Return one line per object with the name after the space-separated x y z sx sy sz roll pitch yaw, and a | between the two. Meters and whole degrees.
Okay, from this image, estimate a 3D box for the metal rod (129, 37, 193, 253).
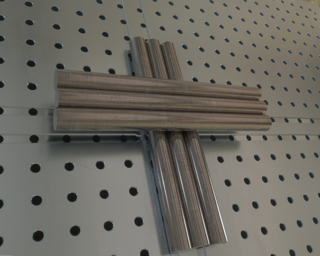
-0.005 0.003 0.403 0.025 0.025 0.299 2 61 -27 | metal rod

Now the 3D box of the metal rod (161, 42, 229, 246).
0.039 0.003 0.426 0.025 0.025 0.299 2 61 -27 | metal rod

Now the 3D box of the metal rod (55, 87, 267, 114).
0.022 -0.031 0.406 0.302 0.025 0.025 0 62 -28 | metal rod

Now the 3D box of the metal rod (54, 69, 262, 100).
0.017 -0.053 0.417 0.302 0.025 0.025 0 62 -28 | metal rod

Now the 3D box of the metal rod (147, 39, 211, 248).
0.016 0.002 0.415 0.025 0.025 0.299 2 61 -27 | metal rod

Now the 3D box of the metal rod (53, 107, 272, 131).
0.024 -0.009 0.394 0.302 0.025 0.025 0 62 -28 | metal rod
